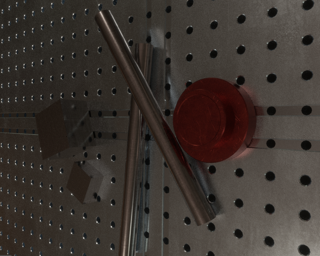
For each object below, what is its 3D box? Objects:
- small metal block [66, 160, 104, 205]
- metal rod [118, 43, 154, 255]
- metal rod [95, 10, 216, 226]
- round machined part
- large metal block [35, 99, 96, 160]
[{"bbox_3d":[-0.124,0.088,0.509,0.050,0.025,0.050,33,110,34],"label":"small metal block"},{"bbox_3d":[-0.034,0.034,0.435,0.025,0.025,0.298,8,95,39],"label":"metal rod"},{"bbox_3d":[-0.011,-0.022,0.393,0.025,0.025,0.299,-35,76,34],"label":"metal rod"},{"bbox_3d":[0.054,-0.009,0.353,0.098,0.042,0.097,0,90,39],"label":"round machined part"},{"bbox_3d":[-0.161,0.004,0.523,0.080,0.050,0.080,-23,76,37],"label":"large metal block"}]
